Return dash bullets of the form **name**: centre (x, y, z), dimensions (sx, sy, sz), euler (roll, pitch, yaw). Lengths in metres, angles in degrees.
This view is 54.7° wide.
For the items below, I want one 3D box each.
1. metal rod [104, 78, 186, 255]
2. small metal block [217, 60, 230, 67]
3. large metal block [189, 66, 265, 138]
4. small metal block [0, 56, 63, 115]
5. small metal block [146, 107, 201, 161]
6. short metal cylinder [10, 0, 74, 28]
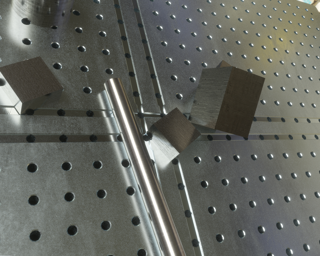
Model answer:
- **metal rod**: centre (-0.011, 0.071, 0.359), dimensions (0.025, 0.025, 0.299), euler (-8, 66, -32)
- **small metal block**: centre (0.103, -0.072, 0.493), dimensions (0.050, 0.050, 0.025), euler (33, 49, -7)
- **large metal block**: centre (0.087, -0.037, 0.424), dimensions (0.050, 0.080, 0.080), euler (15, 93, -21)
- **small metal block**: centre (-0.150, -0.050, 0.359), dimensions (0.050, 0.025, 0.050), euler (-30, 79, -38)
- **small metal block**: centre (0.018, 0.008, 0.415), dimensions (0.050, 0.025, 0.050), euler (48, 51, 5)
- **short metal cylinder**: centre (-0.158, -0.185, 0.421), dimensions (0.081, 0.050, 0.080), euler (14, 56, -21)
